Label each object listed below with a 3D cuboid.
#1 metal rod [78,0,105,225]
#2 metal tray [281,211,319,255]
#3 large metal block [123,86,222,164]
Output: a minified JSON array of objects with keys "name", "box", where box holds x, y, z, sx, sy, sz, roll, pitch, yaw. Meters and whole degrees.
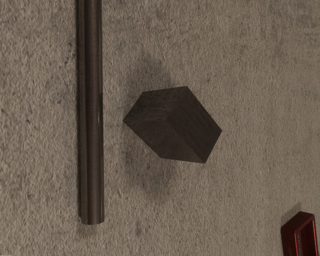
[{"name":"metal rod","box":[-0.076,-0.046,0.342,0.025,0.025,0.298,-1,91,-40]},{"name":"metal tray","box":[0.300,0.256,0.657,0.091,0.030,0.129,-17,101,-39]},{"name":"large metal block","box":[0.016,-0.003,0.384,0.080,0.080,0.050,47,62,-30]}]
